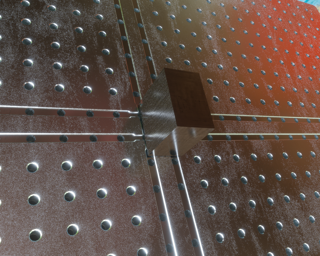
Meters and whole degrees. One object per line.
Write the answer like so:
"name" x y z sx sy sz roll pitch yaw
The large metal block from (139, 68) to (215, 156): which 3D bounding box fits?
"large metal block" 0.017 -0.017 0.393 0.050 0.080 0.080 3 60 -27
